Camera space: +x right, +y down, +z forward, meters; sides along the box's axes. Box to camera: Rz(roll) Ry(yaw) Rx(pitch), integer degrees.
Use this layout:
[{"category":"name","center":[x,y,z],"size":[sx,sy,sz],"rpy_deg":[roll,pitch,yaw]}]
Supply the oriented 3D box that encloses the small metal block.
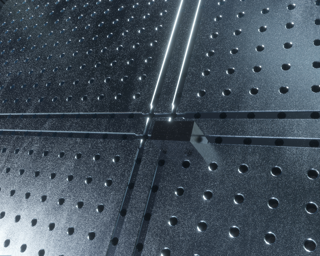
[{"category":"small metal block","center":[0.024,0.015,0.371],"size":[0.050,0.050,0.025],"rpy_deg":[1,62,29]}]
